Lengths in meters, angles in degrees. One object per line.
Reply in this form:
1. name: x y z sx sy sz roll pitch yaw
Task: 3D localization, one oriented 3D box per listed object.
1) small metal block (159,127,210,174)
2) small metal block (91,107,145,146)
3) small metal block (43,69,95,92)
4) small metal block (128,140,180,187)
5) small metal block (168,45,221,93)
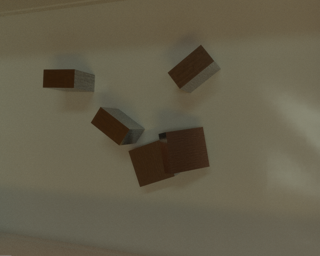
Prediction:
1. small metal block: 0.030 0.028 0.385 0.050 0.025 0.050 -8 87 -21
2. small metal block: -0.055 -0.003 0.416 0.050 0.050 0.025 37 102 16
3. small metal block: -0.128 -0.067 0.441 0.050 0.050 0.025 3 91 19
4. small metal block: -0.007 0.046 0.412 0.050 0.025 0.050 -21 83 18
5. small metal block: 0.044 -0.071 0.381 0.050 0.050 0.025 -38 78 16
